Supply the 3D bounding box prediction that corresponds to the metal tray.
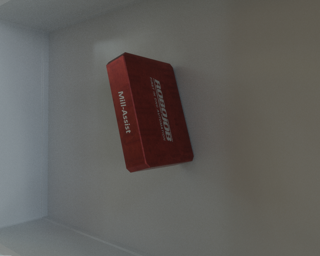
[{"bbox_3d":[-0.010,-0.018,0.370,0.030,0.091,0.129,-20,78,37],"label":"metal tray"}]
